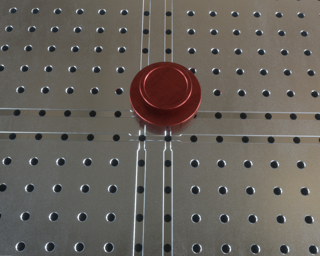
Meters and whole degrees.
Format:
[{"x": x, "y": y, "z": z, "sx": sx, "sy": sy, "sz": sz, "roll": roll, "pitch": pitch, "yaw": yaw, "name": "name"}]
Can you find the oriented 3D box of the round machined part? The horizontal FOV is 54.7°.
[{"x": 0.008, "y": -0.049, "z": 0.421, "sx": 0.099, "sy": 0.042, "sz": 0.098, "roll": 0, "pitch": 70, "yaw": -1, "name": "round machined part"}]
